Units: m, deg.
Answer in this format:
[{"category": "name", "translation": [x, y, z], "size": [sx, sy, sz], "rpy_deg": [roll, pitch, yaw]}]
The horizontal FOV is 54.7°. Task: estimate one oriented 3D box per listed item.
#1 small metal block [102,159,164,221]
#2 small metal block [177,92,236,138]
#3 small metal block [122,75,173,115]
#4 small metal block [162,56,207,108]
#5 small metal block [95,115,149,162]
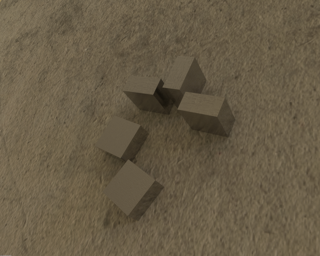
[{"category": "small metal block", "translation": [-0.032, 0.074, 0.374], "size": [0.050, 0.025, 0.050], "rpy_deg": [31, 79, 37]}, {"category": "small metal block", "translation": [0.056, -0.016, 0.367], "size": [0.050, 0.050, 0.025], "rpy_deg": [13, 69, 33]}, {"category": "small metal block", "translation": [-0.014, -0.045, 0.421], "size": [0.050, 0.050, 0.025], "rpy_deg": [11, 68, 32]}, {"category": "small metal block", "translation": [0.034, -0.058, 0.405], "size": [0.025, 0.050, 0.050], "rpy_deg": [12, 68, 33]}, {"category": "small metal block", "translation": [-0.051, 0.016, 0.419], "size": [0.050, 0.025, 0.050], "rpy_deg": [20, 72, 35]}]
